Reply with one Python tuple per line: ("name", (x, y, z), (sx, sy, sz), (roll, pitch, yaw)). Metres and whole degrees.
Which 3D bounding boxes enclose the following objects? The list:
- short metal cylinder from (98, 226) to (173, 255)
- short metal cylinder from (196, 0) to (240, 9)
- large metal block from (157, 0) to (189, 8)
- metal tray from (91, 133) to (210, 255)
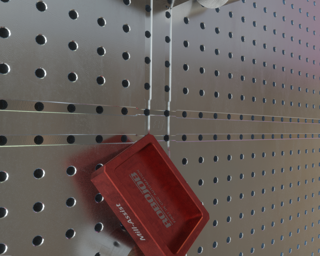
("short metal cylinder", (-0.027, 0.162, 0.371), (0.081, 0.050, 0.079), (0, 90, -40))
("short metal cylinder", (0.089, -0.219, 0.447), (0.050, 0.080, 0.080), (-31, 110, -36))
("large metal block", (0.006, -0.215, 0.398), (0.081, 0.050, 0.080), (12, 83, -39))
("metal tray", (-0.007, 0.081, 0.358), (0.130, 0.030, 0.091), (55, 41, -1))
